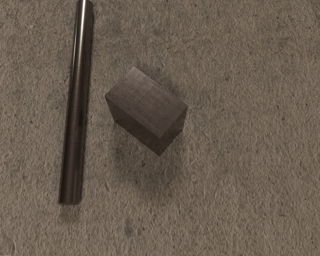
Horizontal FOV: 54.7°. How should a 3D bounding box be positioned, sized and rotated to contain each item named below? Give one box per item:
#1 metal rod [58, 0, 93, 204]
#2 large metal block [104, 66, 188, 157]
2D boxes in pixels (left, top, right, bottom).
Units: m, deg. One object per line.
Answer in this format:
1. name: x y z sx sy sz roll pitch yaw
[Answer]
1. metal rod: -0.113 -0.049 0.424 0.025 0.025 0.299 -1 70 -1
2. large metal block: -0.016 -0.017 0.385 0.080 0.080 0.050 37 74 12
